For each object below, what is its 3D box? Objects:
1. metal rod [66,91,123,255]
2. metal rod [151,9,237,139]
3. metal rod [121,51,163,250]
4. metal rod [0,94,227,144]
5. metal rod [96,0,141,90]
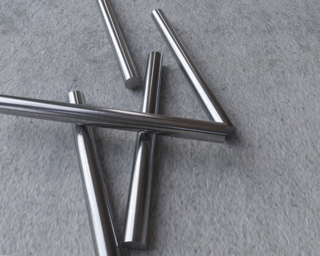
[{"bbox_3d":[-0.073,0.066,0.346,0.025,0.025,0.299,-14,51,-12],"label":"metal rod"},{"bbox_3d":[0.041,-0.103,0.490,0.025,0.025,0.299,-14,51,-12],"label":"metal rod"},{"bbox_3d":[-0.017,0.001,0.401,0.025,0.025,0.300,3,50,2],"label":"metal rod"},{"bbox_3d":[-0.073,-0.013,0.379,0.302,0.025,0.025,8,51,6],"label":"metal rod"},{"bbox_3d":[-0.084,-0.176,0.549,0.025,0.025,0.299,-13,51,-11],"label":"metal rod"}]
